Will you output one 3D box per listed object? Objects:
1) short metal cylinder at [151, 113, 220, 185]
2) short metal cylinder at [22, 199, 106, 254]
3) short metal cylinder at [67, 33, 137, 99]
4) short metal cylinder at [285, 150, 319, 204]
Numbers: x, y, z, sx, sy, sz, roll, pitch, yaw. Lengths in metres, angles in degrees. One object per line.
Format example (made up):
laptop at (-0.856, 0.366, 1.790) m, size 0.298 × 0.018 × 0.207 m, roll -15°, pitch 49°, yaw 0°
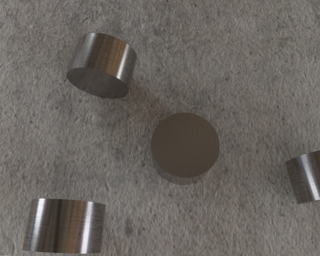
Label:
short metal cylinder at (0.030, 0.027, 0.385) m, size 0.081 × 0.050 × 0.080 m, roll 0°, pitch 70°, yaw 0°
short metal cylinder at (-0.102, 0.108, 0.338) m, size 0.081 × 0.080 × 0.050 m, roll 3°, pitch 70°, yaw 1°
short metal cylinder at (-0.075, -0.079, 0.407) m, size 0.080 × 0.080 × 0.050 m, roll 10°, pitch 71°, yaw 3°
short metal cylinder at (0.195, 0.056, 0.361) m, size 0.081 × 0.080 × 0.050 m, roll -9°, pitch 71°, yaw -4°
